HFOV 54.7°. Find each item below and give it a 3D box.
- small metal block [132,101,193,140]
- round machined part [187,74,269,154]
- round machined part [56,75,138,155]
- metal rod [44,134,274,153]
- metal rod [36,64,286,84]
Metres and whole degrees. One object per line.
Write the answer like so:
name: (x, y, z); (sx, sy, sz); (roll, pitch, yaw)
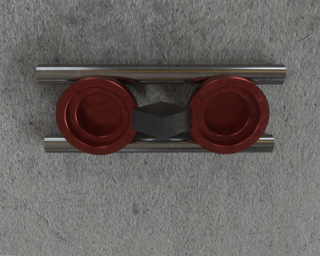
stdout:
small metal block: (0.003, -0.011, 0.366); (0.050, 0.050, 0.025); (17, 116, 40)
round machined part: (0.082, -0.020, 0.390); (0.099, 0.042, 0.097); (0, 110, 0)
round machined part: (-0.075, -0.019, 0.390); (0.099, 0.042, 0.097); (0, 110, 0)
metal rod: (-0.001, 0.021, 0.418); (0.302, 0.025, 0.025); (0, 110, -1)
metal rod: (0.002, -0.067, 0.386); (0.302, 0.025, 0.025); (0, 110, -1)
